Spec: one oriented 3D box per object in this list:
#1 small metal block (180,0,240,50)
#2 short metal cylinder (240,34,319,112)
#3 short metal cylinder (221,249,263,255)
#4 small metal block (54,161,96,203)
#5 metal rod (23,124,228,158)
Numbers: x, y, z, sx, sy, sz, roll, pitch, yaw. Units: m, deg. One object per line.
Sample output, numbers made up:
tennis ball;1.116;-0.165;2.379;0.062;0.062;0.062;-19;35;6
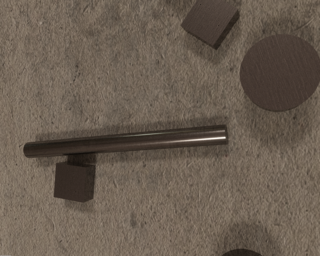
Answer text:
small metal block;0.063;-0.134;0.386;0.050;0.025;0.050;37;102;16
short metal cylinder;0.134;-0.059;0.349;0.080;0.050;0.079;0;90;19
short metal cylinder;0.098;0.190;0.361;0.080;0.050;0.079;0;90;19
small metal block;-0.124;0.077;0.451;0.050;0.025;0.050;5;92;19
metal rod;-0.060;0.021;0.428;0.301;0.025;0.025;-5;88;19
